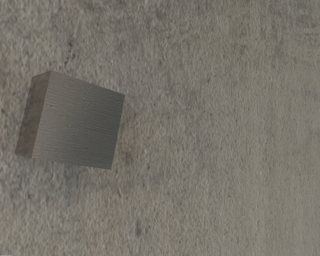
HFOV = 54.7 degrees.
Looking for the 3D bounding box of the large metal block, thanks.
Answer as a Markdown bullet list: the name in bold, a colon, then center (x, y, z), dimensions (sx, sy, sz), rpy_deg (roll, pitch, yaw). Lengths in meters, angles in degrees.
- **large metal block**: center (-0.090, -0.005, 0.315), dimensions (0.081, 0.050, 0.080), rpy_deg (16, 80, -39)
